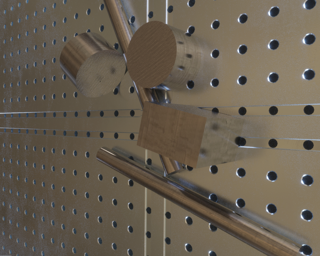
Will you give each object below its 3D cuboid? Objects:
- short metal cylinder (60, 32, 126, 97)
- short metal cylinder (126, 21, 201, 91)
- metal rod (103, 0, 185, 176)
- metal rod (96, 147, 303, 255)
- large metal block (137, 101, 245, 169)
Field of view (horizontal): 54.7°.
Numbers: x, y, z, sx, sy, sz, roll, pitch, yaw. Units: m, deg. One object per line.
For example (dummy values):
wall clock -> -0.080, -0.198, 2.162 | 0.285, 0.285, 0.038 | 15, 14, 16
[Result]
short metal cylinder -> -0.098, -0.092, 0.454 | 0.050, 0.081, 0.080 | 46, 118, 30
short metal cylinder -> 0.004, -0.088, 0.390 | 0.080, 0.050, 0.079 | 0, 90, 40
metal rod -> -0.030, -0.079, 0.434 | 0.025, 0.025, 0.299 | -32, 70, 35
metal rod -> 0.022, 0.083, 0.390 | 0.300, 0.025, 0.025 | 21, 103, 38
large metal block -> 0.035, 0.005, 0.345 | 0.080, 0.081, 0.050 | 18, 102, 38
